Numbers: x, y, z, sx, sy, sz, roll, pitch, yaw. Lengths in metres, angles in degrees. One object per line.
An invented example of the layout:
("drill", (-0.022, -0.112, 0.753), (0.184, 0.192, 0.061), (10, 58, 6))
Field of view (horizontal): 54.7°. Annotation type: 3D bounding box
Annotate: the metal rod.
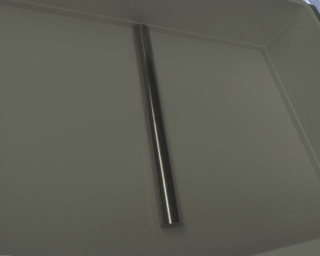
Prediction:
("metal rod", (-0.008, -0.022, 0.415), (0.025, 0.025, 0.299), (5, 59, -26))
